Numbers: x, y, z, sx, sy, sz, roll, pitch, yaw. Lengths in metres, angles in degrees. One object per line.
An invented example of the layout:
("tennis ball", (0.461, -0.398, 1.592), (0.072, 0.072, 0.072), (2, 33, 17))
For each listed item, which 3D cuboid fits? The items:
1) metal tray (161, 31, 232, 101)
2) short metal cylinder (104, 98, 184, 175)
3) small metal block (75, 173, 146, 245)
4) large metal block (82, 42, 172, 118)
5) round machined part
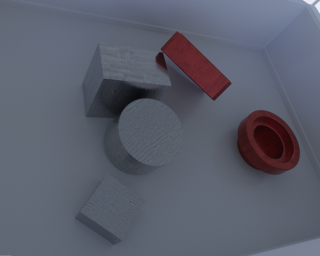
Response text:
("metal tray", (0.048, -0.085, 0.428), (0.090, 0.030, 0.130), (43, 11, -4))
("short metal cylinder", (-0.019, 0.012, 0.366), (0.081, 0.050, 0.080), (11, 66, -25))
("small metal block", (-0.052, 0.085, 0.327), (0.050, 0.025, 0.050), (36, 51, -5))
("large metal block", (-0.044, -0.053, 0.380), (0.081, 0.080, 0.050), (2, 61, -28))
("round machined part", (0.157, 0.025, 0.467), (0.099, 0.042, 0.098), (14, 56, -21))
